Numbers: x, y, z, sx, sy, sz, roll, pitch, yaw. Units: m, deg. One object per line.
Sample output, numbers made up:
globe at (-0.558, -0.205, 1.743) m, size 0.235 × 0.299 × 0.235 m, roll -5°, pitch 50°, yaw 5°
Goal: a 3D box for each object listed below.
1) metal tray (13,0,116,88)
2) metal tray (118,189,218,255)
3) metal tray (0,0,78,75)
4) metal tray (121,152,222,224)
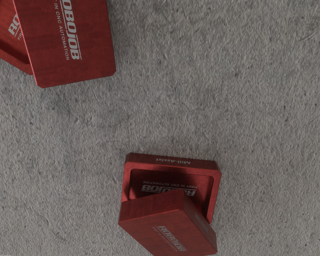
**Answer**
metal tray at (-0.103, -0.115, 0.337) m, size 0.091 × 0.030 × 0.129 m, roll -14°, pitch 121°, yaw -16°
metal tray at (0.014, 0.138, 0.422) m, size 0.090 × 0.030 × 0.130 m, roll -18°, pitch 131°, yaw 19°
metal tray at (-0.152, -0.138, 0.354) m, size 0.090 × 0.030 × 0.129 m, roll 31°, pitch 107°, yaw -11°
metal tray at (0.013, 0.087, 0.439) m, size 0.131 × 0.030 × 0.089 m, roll 6°, pitch 110°, yaw -3°
